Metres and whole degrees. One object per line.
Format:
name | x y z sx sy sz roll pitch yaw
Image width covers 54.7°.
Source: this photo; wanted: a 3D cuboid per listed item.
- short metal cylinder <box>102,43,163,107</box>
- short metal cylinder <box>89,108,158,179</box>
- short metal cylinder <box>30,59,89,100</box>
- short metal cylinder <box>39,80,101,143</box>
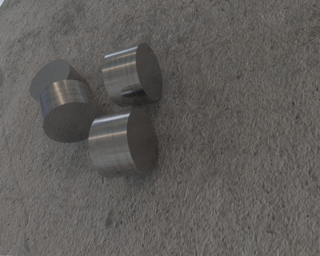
short metal cylinder | -0.036 -0.073 0.432 0.050 0.080 0.080 -10 58 23
short metal cylinder | -0.042 0.019 0.379 0.050 0.080 0.080 -11 57 22
short metal cylinder | -0.167 -0.067 0.518 0.080 0.050 0.080 -13 56 21
short metal cylinder | -0.131 -0.024 0.452 0.080 0.080 0.050 -33 52 7
